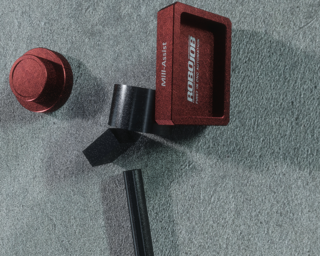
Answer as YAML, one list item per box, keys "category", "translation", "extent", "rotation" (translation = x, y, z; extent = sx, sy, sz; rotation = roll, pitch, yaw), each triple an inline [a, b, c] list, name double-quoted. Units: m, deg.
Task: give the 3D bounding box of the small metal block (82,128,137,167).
- category: "small metal block"
  translation: [-0.067, 0.025, 0.419]
  extent: [0.050, 0.050, 0.025]
  rotation: [-40, 78, 15]

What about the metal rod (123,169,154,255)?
- category: "metal rod"
  translation: [-0.016, 0.205, 0.414]
  extent: [0.025, 0.025, 0.298]
  rotation: [-10, 87, 19]

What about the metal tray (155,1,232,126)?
- category: "metal tray"
  translation: [0.041, -0.068, 0.359]
  extent: [0.030, 0.091, 0.129]
  rotation: [2, 91, 53]

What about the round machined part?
- category: "round machined part"
  translation: [-0.184, -0.073, 0.465]
  extent: [0.098, 0.042, 0.097]
  rotation: [0, 90, 20]

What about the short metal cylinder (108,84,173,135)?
- category: "short metal cylinder"
  translation: [-0.021, -0.023, 0.387]
  extent: [0.080, 0.080, 0.050]
  rotation: [11, 94, 19]
